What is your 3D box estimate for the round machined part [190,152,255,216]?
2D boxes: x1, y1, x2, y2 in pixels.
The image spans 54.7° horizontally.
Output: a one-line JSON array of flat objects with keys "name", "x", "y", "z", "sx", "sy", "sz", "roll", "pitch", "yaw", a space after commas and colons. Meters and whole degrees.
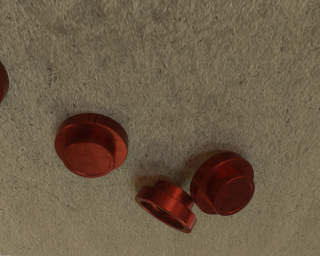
[{"name": "round machined part", "x": 0.096, "y": 0.086, "z": 0.445, "sx": 0.099, "sy": 0.042, "sz": 0.097, "roll": -12, "pitch": 120, "yaw": -21}]

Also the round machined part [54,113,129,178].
[{"name": "round machined part", "x": -0.093, "y": 0.030, "z": 0.421, "sx": 0.099, "sy": 0.042, "sz": 0.097, "roll": 0, "pitch": 130, "yaw": 0}]

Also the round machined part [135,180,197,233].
[{"name": "round machined part", "x": 0.013, "y": 0.116, "z": 0.474, "sx": 0.098, "sy": 0.042, "sz": 0.098, "roll": 27, "pitch": 155, "yaw": 14}]

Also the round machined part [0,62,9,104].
[{"name": "round machined part", "x": -0.230, "y": -0.051, "z": 0.350, "sx": 0.099, "sy": 0.042, "sz": 0.097, "roll": 0, "pitch": 130, "yaw": 0}]
